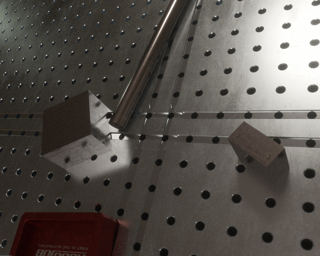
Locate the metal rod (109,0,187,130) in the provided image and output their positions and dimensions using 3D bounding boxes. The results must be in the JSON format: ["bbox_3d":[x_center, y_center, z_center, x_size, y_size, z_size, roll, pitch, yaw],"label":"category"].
[{"bbox_3d":[-0.004,-0.132,0.489,0.025,0.025,0.300,11,67,32],"label":"metal rod"}]

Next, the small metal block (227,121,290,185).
[{"bbox_3d":[0.103,0.026,0.322,0.025,0.050,0.050,-46,51,-4],"label":"small metal block"}]

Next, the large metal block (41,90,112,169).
[{"bbox_3d":[-0.122,0.003,0.452,0.080,0.050,0.080,-23,54,14],"label":"large metal block"}]

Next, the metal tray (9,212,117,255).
[{"bbox_3d":[-0.122,0.150,0.374,0.130,0.030,0.090,-7,59,24],"label":"metal tray"}]
